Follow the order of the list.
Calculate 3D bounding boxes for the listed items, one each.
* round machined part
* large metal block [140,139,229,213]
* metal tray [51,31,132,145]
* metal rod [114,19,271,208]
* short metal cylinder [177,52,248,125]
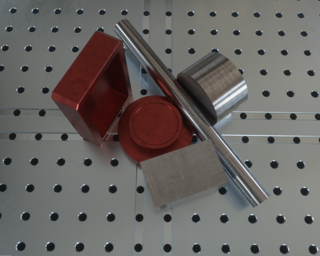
[{"bbox_3d":[-0.006,0.001,0.402,0.099,0.042,0.098,0,70,-1],"label":"round machined part"},{"bbox_3d":[0.025,0.059,0.361,0.081,0.080,0.050,-18,71,-7],"label":"large metal block"},{"bbox_3d":[-0.073,-0.040,0.370,0.030,0.130,0.090,26,72,9],"label":"metal tray"},{"bbox_3d":[0.032,-0.030,0.401,0.025,0.025,0.299,-34,74,-12],"label":"metal rod"},{"bbox_3d":[0.066,-0.050,0.400,0.050,0.080,0.080,-35,74,-12],"label":"short metal cylinder"}]
